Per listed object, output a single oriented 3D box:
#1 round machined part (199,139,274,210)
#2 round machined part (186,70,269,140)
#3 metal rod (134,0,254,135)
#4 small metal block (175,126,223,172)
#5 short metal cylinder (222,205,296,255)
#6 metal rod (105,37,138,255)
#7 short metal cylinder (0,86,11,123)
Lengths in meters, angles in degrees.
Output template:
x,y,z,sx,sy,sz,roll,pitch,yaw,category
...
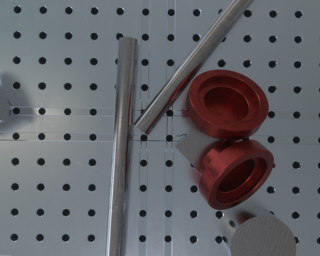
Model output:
x,y,z,sx,sy,sz,roll,pitch,yaw,category
0.089,0.053,0.388,0.098,0.098,0.042,-39,47,0,round machined part
0.081,-0.025,0.390,0.099,0.042,0.098,4,54,-6,round machined part
0.067,-0.116,0.413,0.025,0.025,0.300,38,90,0,metal rod
0.056,0.026,0.414,0.050,0.025,0.050,-42,90,0,small metal block
0.126,0.147,0.402,0.081,0.050,0.080,0,90,0,short metal cylinder
-0.051,0.031,0.412,0.025,0.025,0.298,4,90,0,metal rod
-0.234,-0.034,0.384,0.050,0.080,0.080,-26,90,0,short metal cylinder
